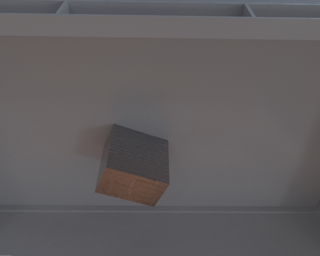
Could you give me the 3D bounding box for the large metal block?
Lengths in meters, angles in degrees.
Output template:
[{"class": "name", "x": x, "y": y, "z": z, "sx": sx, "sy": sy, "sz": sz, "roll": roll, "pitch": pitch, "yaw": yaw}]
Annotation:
[{"class": "large metal block", "x": -0.035, "y": 0.049, "z": 0.414, "sx": 0.080, "sy": 0.080, "sz": 0.050, "roll": 18, "pitch": 128, "yaw": -15}]
